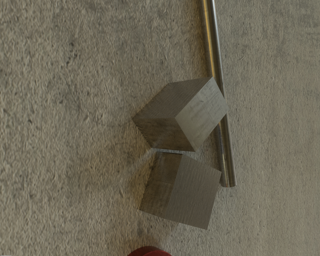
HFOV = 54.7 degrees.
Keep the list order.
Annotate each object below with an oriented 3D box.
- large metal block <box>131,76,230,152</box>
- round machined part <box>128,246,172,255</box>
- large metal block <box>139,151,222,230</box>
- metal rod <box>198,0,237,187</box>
[{"bbox_3d":[0.026,-0.018,0.391,0.080,0.080,0.050,-47,118,-30],"label":"large metal block"},{"bbox_3d":[-0.011,0.203,0.385,0.099,0.042,0.097,0,90,-40],"label":"round machined part"},{"bbox_3d":[0.029,0.083,0.413,0.080,0.050,0.080,27,73,-37],"label":"large metal block"},{"bbox_3d":[0.089,-0.055,0.479,0.025,0.025,0.298,-14,99,-39],"label":"metal rod"}]
